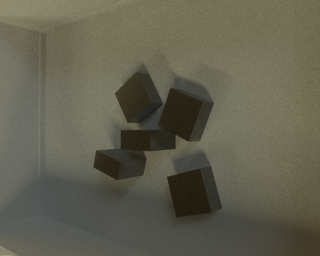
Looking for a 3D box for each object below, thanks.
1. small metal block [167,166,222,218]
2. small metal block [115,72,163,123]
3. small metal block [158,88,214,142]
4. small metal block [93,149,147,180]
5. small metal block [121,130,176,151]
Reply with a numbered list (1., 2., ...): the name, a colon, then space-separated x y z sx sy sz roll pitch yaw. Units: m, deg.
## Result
1. small metal block: 0.041 0.077 0.372 0.050 0.025 0.050 -21 77 37
2. small metal block: -0.030 -0.041 0.430 0.050 0.025 0.050 -38 67 33
3. small metal block: 0.031 -0.017 0.380 0.050 0.025 0.050 29 108 36
4. small metal block: -0.056 0.049 0.434 0.050 0.050 0.025 19 102 38
5. small metal block: -0.015 0.015 0.401 0.050 0.050 0.025 0 90 39
